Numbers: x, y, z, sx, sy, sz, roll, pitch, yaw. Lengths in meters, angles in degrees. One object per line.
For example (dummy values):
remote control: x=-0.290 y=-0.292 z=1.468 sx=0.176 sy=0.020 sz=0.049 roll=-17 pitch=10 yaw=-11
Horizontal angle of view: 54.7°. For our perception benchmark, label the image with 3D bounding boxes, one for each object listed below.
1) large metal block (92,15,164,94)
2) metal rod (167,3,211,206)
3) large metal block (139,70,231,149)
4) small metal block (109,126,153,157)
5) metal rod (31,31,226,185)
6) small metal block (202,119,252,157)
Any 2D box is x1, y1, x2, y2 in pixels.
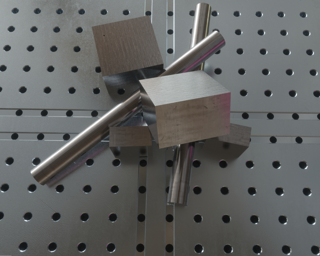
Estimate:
large metal block: x=-0.044 y=-0.102 z=0.435 sx=0.081 sy=0.050 sz=0.080 roll=-13 pitch=71 yaw=-5
metal rod: x=0.044 y=-0.046 z=0.428 sx=0.025 sy=0.025 sz=0.299 roll=8 pitch=70 yaw=3
large metal block: x=0.026 y=-0.025 z=0.356 sx=0.081 sy=0.050 sz=0.080 roll=-11 pitch=29 yaw=-11
small metal block: x=-0.035 y=0.018 z=0.391 sx=0.050 sy=0.050 sz=0.025 roll=-2 pitch=70 yaw=-1
metal rod: x=-0.036 y=-0.030 z=0.406 sx=0.301 sy=0.025 sz=0.025 roll=-38 pitch=75 yaw=-7
small metal block: x=0.083 y=0.014 z=0.394 sx=0.050 sy=0.050 sz=0.025 roll=12 pitch=71 yaw=4
